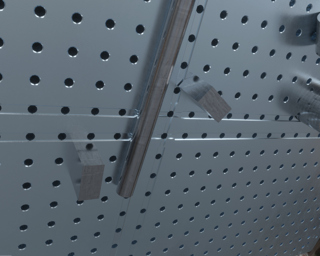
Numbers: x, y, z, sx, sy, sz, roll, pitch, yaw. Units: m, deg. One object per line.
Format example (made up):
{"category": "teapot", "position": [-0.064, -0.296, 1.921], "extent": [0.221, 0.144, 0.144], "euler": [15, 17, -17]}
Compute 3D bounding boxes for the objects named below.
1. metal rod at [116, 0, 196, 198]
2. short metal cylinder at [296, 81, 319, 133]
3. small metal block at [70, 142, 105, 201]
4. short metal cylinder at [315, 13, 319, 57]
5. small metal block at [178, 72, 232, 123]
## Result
{"category": "metal rod", "position": [-0.007, -0.040, 0.382], "extent": [0.025, 0.025, 0.298], "euler": [4, 116, -30]}
{"category": "short metal cylinder", "position": [0.282, -0.034, 0.528], "extent": [0.081, 0.050, 0.079], "euler": [-14, 124, -21]}
{"category": "small metal block", "position": [-0.090, 0.052, 0.378], "extent": [0.025, 0.050, 0.050], "euler": [-1, 119, -28]}
{"category": "short metal cylinder", "position": [0.265, -0.135, 0.436], "extent": [0.080, 0.080, 0.050], "euler": [-26, 128, -12]}
{"category": "small metal block", "position": [0.058, -0.040, 0.402], "extent": [0.025, 0.050, 0.050], "euler": [-47, 129, 5]}
